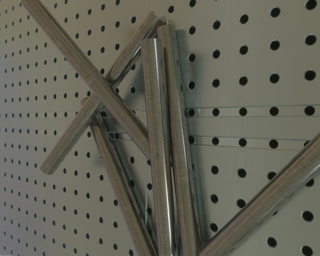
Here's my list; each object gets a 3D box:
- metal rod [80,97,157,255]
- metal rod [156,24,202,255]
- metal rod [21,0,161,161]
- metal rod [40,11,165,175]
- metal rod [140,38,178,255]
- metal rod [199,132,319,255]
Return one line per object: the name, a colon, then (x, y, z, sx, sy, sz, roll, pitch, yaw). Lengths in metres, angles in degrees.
metal rod: (-0.059, 0.083, 0.459, 0.025, 0.025, 0.299, -39, 67, 33)
metal rod: (0.024, 0.018, 0.390, 0.025, 0.025, 0.299, -11, 83, 39)
metal rod: (-0.093, -0.070, 0.429, 0.300, 0.025, 0.025, 50, 121, 7)
metal rod: (-0.094, -0.040, 0.462, 0.299, 0.025, 0.025, -50, 60, 19)
metal rod: (0.001, 0.043, 0.385, 0.025, 0.025, 0.298, 0, 97, 40)
metal rod: (0.134, 0.042, 0.299, 0.025, 0.025, 0.298, 50, 119, 28)
